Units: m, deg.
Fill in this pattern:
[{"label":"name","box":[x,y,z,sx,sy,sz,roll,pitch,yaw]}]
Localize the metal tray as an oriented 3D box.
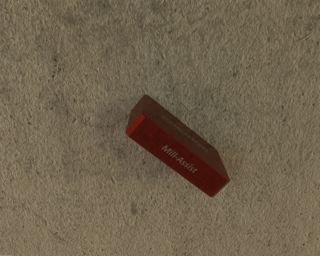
[{"label":"metal tray","box":[0.022,0.019,0.384,0.130,0.090,0.030,38,106,-13]}]
